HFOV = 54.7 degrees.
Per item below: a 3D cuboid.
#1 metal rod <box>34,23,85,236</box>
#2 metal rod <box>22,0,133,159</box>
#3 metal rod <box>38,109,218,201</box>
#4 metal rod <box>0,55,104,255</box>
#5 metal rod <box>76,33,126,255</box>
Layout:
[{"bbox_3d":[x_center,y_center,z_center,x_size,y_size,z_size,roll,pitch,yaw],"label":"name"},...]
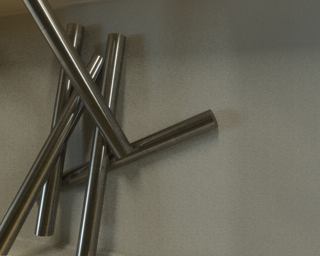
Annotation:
[{"bbox_3d":[-0.142,-0.001,0.441,0.025,0.025,0.298,6,85,19],"label":"metal rod"},{"bbox_3d":[-0.115,-0.095,0.365,0.025,0.025,0.299,-24,105,18],"label":"metal rod"},{"bbox_3d":[-0.064,0.045,0.431,0.300,0.025,0.025,-23,83,18],"label":"metal rod"},{"bbox_3d":[-0.146,0.035,0.409,0.025,0.025,0.299,21,77,18],"label":"metal rod"},{"bbox_3d":[-0.077,0.020,0.413,0.025,0.025,0.298,4,83,19],"label":"metal rod"}]
